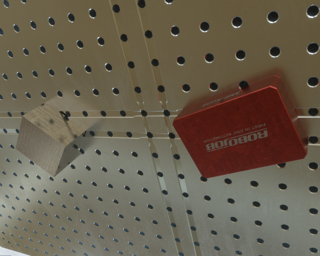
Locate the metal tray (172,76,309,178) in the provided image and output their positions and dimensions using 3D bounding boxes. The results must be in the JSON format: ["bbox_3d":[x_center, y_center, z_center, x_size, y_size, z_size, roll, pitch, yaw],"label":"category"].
[{"bbox_3d":[0.091,0.005,0.363,0.130,0.030,0.090,-19,108,35],"label":"metal tray"}]

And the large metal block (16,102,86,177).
[{"bbox_3d":[-0.178,0.019,0.501,0.080,0.050,0.079,35,129,4],"label":"large metal block"}]
